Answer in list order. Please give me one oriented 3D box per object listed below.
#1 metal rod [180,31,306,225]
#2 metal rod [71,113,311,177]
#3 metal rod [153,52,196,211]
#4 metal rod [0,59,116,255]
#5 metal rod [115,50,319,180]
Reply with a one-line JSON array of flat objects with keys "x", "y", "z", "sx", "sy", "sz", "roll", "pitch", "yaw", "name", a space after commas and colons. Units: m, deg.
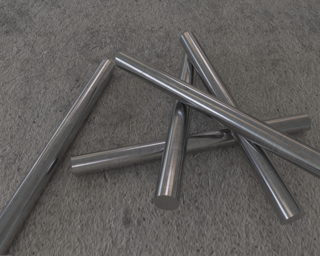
[{"x": 0.086, "y": -0.025, "z": 0.389, "sx": 0.025, "sy": 0.025, "sz": 0.299, "roll": -13, "pitch": 53, "yaw": -11, "name": "metal rod"}, {"x": 0.045, "y": 0.019, "z": 0.387, "sx": 0.302, "sy": 0.025, "sz": 0.025, "roll": -10, "pitch": 51, "yaw": -9, "name": "metal rod"}, {"x": 0.029, "y": -0.029, "z": 0.402, "sx": 0.025, "sy": 0.025, "sz": 0.300, "roll": 7, "pitch": 43, "yaw": 6, "name": "metal rod"}, {"x": -0.123, "y": 0.013, "z": 0.390, "sx": 0.025, "sy": 0.025, "sz": 0.300, "roll": 13, "pitch": 51, "yaw": 10, "name": "metal rod"}, {"x": 0.059, "y": -0.025, "z": 0.362, "sx": 0.300, "sy": 0.025, "sz": 0.025, "roll": 32, "pitch": 57, "yaw": 28, "name": "metal rod"}]
